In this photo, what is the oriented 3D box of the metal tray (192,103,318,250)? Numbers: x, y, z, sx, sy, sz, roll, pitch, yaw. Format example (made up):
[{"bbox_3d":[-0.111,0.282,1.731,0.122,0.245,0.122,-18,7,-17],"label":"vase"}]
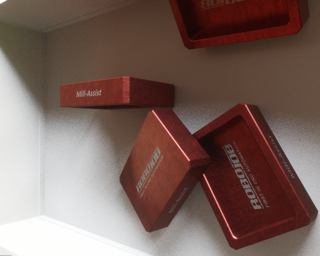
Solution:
[{"bbox_3d":[0.089,0.050,0.328,0.090,0.030,0.130,-37,68,33],"label":"metal tray"}]

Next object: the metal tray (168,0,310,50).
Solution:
[{"bbox_3d":[0.072,-0.134,0.312,0.130,0.030,0.090,3,128,39],"label":"metal tray"}]

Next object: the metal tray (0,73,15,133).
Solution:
[{"bbox_3d":[-0.376,-0.060,0.711,0.090,0.030,0.129,18,102,38],"label":"metal tray"}]

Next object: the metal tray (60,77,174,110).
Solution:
[{"bbox_3d":[-0.058,-0.042,0.409,0.130,0.091,0.030,1,91,39],"label":"metal tray"}]

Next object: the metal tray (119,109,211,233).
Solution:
[{"bbox_3d":[-0.001,0.053,0.378,0.090,0.030,0.129,54,133,35],"label":"metal tray"}]
